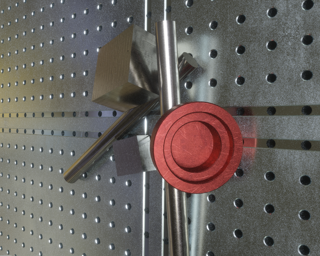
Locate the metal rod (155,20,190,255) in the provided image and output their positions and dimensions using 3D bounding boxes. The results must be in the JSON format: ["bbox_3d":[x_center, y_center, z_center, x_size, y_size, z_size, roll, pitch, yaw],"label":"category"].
[{"bbox_3d":[0.016,0.026,0.374,0.025,0.025,0.298,0,96,39],"label":"metal rod"}]

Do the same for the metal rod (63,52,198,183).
[{"bbox_3d":[-0.059,0.001,0.455,0.299,0.025,0.025,-41,65,32],"label":"metal rod"}]

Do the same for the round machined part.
[{"bbox_3d":[0.037,0.019,0.343,0.042,0.099,0.097,-160,73,-78],"label":"round machined part"}]

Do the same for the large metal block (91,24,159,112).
[{"bbox_3d":[-0.042,-0.074,0.406,0.080,0.050,0.080,-18,61,45],"label":"large metal block"}]

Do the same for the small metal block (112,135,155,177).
[{"bbox_3d":[-0.038,0.040,0.439,0.050,0.025,0.050,-16,80,38],"label":"small metal block"}]
